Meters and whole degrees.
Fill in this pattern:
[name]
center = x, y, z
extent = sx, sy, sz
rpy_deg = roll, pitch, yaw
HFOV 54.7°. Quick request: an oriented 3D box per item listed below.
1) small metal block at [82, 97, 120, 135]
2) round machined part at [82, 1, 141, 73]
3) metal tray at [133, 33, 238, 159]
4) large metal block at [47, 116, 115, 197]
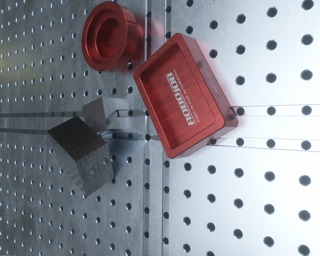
[small metal block]
center = -0.093, -0.017, 0.483
extent = 0.050, 0.025, 0.050
rpy_deg = -18, 79, 38
[round machined part]
center = -0.067, -0.129, 0.451
extent = 0.098, 0.042, 0.097
rpy_deg = 0, 90, 39
[metal tray]
center = 0.026, -0.038, 0.382
extent = 0.090, 0.030, 0.130
rpy_deg = -36, 68, 34
[large metal block]
center = -0.117, 0.042, 0.464
extent = 0.080, 0.050, 0.079
rpy_deg = 36, 145, 33
